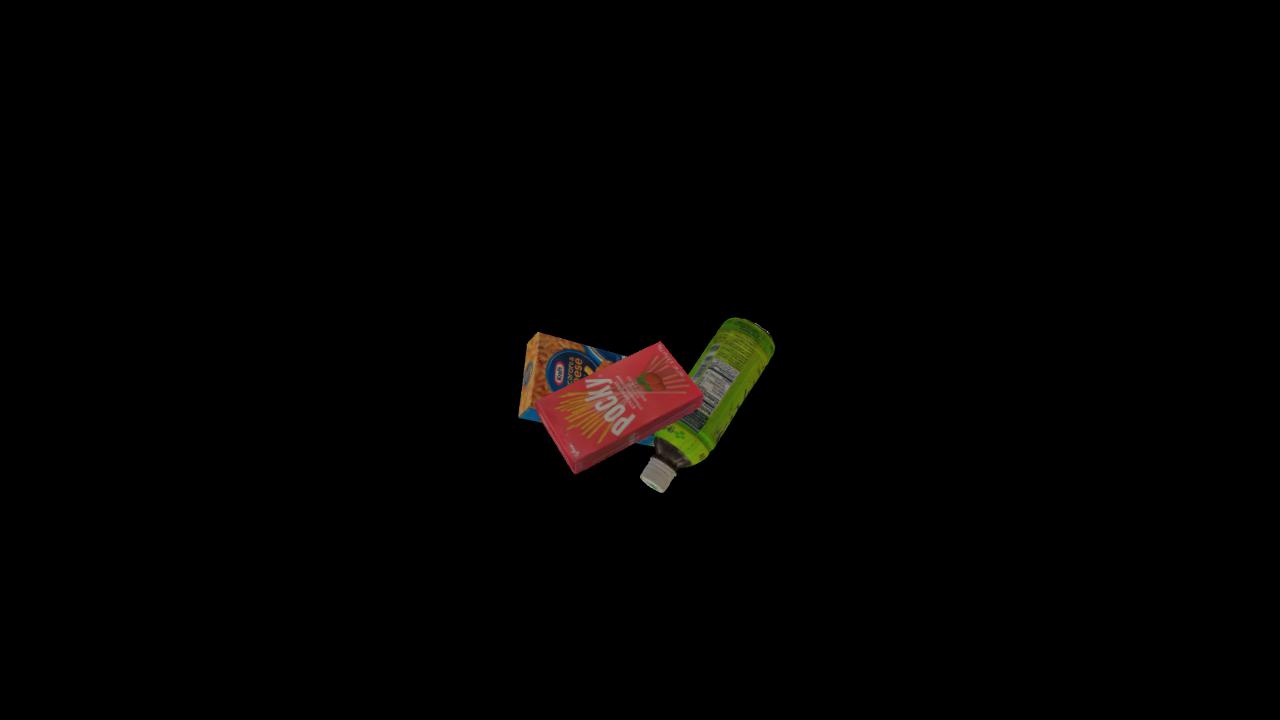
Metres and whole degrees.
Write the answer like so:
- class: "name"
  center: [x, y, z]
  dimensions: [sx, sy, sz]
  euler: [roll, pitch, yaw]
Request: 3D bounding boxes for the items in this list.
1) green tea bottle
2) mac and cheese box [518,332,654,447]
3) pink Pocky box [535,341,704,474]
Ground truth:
- class: "green tea bottle"
  center: [0.069, 0.050, 0.676]
  dimensions: [0.073, 0.212, 0.073]
  euler: [33, -21, 14]
- class: "mac and cheese box"
  center: [-0.039, 0.037, 0.693]
  dimensions: [0.184, 0.093, 0.041]
  euler: [15, -30, -25]
- class: "pink Pocky box"
  center: [-0.020, 0.045, 0.632]
  dimensions: [0.155, 0.084, 0.029]
  euler: [-26, -32, -19]
